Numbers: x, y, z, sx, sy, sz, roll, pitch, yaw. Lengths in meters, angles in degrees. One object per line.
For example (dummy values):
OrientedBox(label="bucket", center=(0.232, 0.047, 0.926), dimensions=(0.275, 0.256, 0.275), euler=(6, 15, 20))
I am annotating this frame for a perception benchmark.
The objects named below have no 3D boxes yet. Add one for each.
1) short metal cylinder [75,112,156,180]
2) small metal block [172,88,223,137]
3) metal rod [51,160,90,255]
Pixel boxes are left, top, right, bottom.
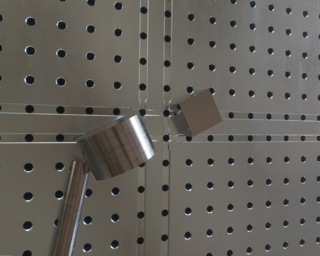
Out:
OrientedBox(label="short metal cylinder", center=(-0.051, 0.020, 0.365), dimensions=(0.081, 0.080, 0.050), euler=(-26, 99, -18))
OrientedBox(label="small metal block", center=(0.052, -0.021, 0.433), dimensions=(0.050, 0.025, 0.050), euler=(-28, 100, -18))
OrientedBox(label="metal rod", center=(-0.124, 0.187, 0.367), dimensions=(0.025, 0.025, 0.298), euler=(13, 86, -20))
